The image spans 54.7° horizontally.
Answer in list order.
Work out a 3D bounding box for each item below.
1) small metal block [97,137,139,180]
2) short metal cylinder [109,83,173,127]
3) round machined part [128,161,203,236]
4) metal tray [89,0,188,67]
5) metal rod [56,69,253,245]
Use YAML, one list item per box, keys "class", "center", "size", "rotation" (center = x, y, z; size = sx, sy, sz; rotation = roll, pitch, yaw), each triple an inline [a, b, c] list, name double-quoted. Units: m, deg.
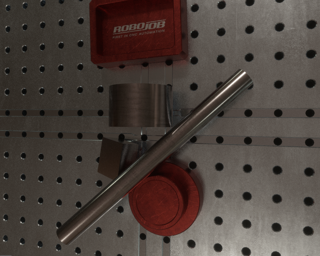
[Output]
- class: "small metal block"
  center: [-0.058, 0.042, 0.421]
  size: [0.050, 0.025, 0.050]
  rotation: [13, 95, 48]
- class: "short metal cylinder"
  center: [-0.024, -0.026, 0.391]
  size: [0.080, 0.080, 0.050]
  rotation: [1, 90, 19]
- class: "round machined part"
  center: [0.003, 0.092, 0.402]
  size: [0.098, 0.042, 0.097]
  rotation: [0, 90, 19]
- class: "metal tray"
  center: [-0.030, -0.134, 0.419]
  size: [0.130, 0.030, 0.089]
  rotation: [-2, 89, 19]
- class: "metal rod"
  center: [-0.008, 0.037, 0.382]
  size: [0.300, 0.025, 0.025]
  rotation: [-41, 77, 2]
